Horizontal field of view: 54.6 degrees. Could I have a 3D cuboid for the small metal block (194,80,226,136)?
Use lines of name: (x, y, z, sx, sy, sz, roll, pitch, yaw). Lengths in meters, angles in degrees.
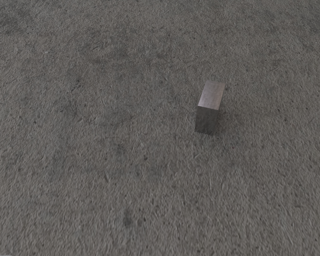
small metal block: (0.066, -0.027, 0.410, 0.025, 0.050, 0.050, 14, 51, 11)
